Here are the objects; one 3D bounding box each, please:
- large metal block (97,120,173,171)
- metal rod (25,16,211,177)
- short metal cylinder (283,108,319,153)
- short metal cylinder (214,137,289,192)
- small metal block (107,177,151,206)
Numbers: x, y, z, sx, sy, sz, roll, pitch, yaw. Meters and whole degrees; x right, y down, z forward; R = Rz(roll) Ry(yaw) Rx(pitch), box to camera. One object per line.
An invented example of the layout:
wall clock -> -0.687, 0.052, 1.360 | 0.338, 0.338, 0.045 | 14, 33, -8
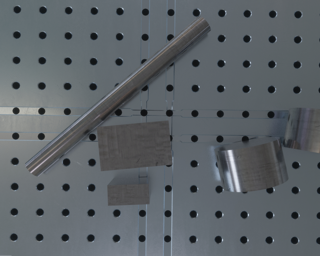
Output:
large metal block -> -0.028, 0.020, 0.386 | 0.081, 0.080, 0.050 | -5, 90, 0
metal rod -> -0.055, -0.042, 0.412 | 0.300, 0.025, 0.025 | -40, 90, 0
short metal cylinder -> 0.200, 0.006, 0.388 | 0.080, 0.080, 0.050 | 10, 90, 0
short metal cylinder -> 0.113, 0.044, 0.387 | 0.080, 0.080, 0.050 | -12, 90, 0
small metal block -> -0.038, 0.081, 0.401 | 0.050, 0.050, 0.025 | -2, 90, 0
